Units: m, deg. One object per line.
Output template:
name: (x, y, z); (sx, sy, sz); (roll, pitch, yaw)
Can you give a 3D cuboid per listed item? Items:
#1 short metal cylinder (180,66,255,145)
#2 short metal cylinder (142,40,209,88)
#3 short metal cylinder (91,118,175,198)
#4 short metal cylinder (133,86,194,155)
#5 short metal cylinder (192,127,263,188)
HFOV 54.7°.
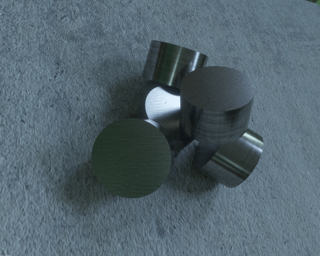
short metal cylinder: (0.063, -0.027, 0.354); (0.080, 0.050, 0.080); (-2, 45, 2)
short metal cylinder: (0.020, -0.083, 0.423); (0.081, 0.080, 0.050); (13, 100, -21)
short metal cylinder: (-0.026, 0.029, 0.331); (0.080, 0.050, 0.079); (0, 92, 6)
short metal cylinder: (0.009, -0.007, 0.398); (0.081, 0.050, 0.080); (14, 55, -21)
short metal cylinder: (0.085, 0.029, 0.397); (0.050, 0.080, 0.080); (31, 52, -9)
